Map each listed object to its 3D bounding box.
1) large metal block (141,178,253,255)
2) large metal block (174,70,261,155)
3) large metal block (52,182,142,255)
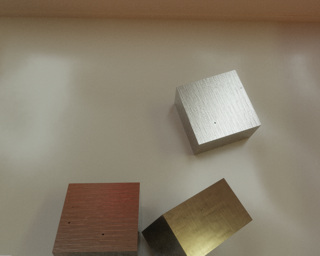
[{"bbox_3d":[0.036,0.105,0.331,0.081,0.080,0.050,-23,71,-29],"label":"large metal block"},{"bbox_3d":[0.071,-0.019,0.404,0.081,0.050,0.080,-17,71,-7],"label":"large metal block"},{"bbox_3d":[-0.063,0.108,0.340,0.081,0.050,0.080,-1,44,-1],"label":"large metal block"}]
